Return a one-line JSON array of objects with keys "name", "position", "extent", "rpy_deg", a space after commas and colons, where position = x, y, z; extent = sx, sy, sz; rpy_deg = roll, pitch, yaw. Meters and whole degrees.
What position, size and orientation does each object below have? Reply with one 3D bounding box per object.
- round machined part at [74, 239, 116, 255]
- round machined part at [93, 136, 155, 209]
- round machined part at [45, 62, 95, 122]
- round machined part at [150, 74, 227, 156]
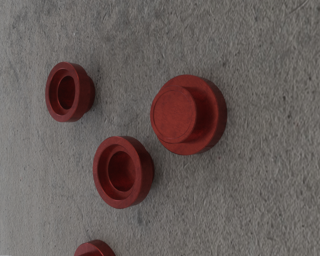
[{"name": "round machined part", "position": [-0.109, 0.230, 0.484], "extent": [0.098, 0.042, 0.097], "rpy_deg": [0, 90, 40]}, {"name": "round machined part", "position": [-0.046, 0.060, 0.432], "extent": [0.098, 0.042, 0.097], "rpy_deg": [0, 90, 40]}, {"name": "round machined part", "position": [-0.145, -0.058, 0.514], "extent": [0.098, 0.042, 0.097], "rpy_deg": [0, 90, 40]}, {"name": "round machined part", "position": [0.027, -0.015, 0.372], "extent": [0.098, 0.042, 0.097], "rpy_deg": [0, 90, 40]}]
